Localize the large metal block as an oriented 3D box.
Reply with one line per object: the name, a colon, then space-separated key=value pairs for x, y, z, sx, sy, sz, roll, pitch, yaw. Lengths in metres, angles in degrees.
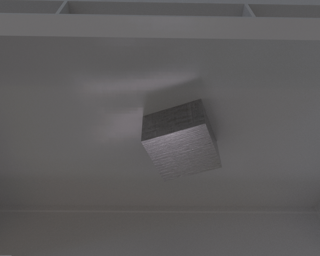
large metal block: x=0.029 y=0.018 z=0.408 sx=0.080 sy=0.050 sz=0.080 roll=-16 pitch=128 yaw=13
